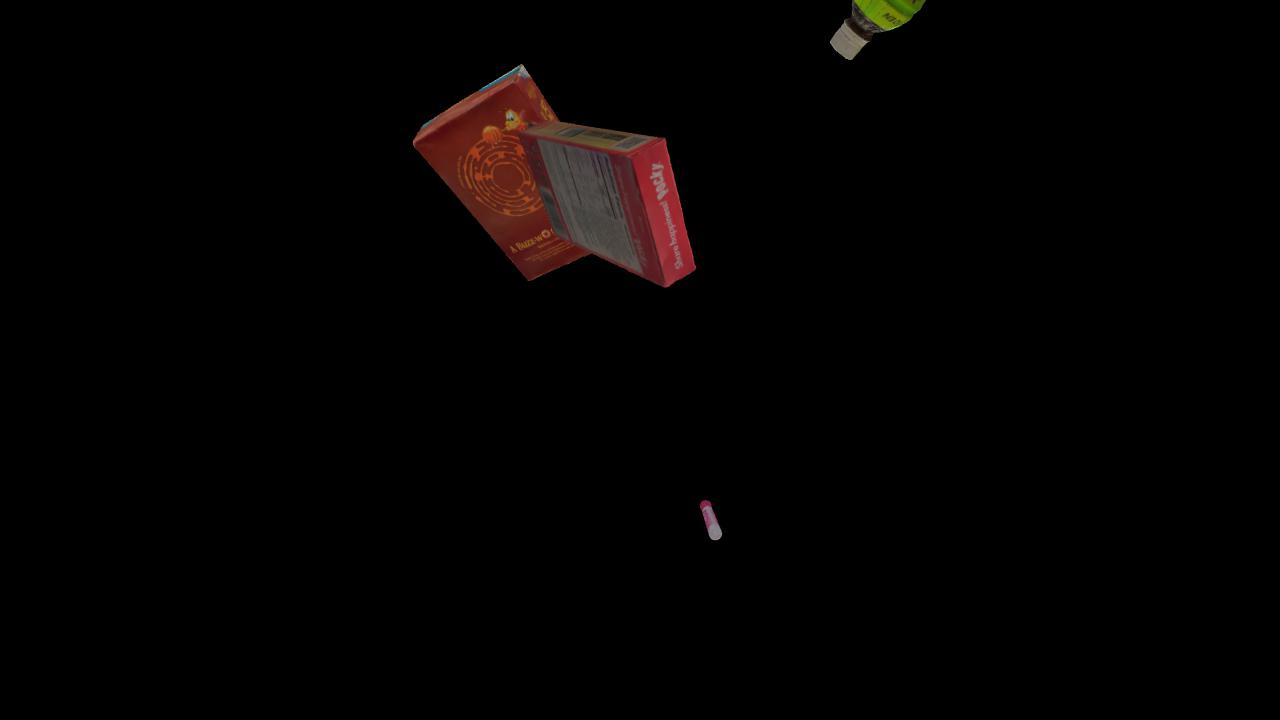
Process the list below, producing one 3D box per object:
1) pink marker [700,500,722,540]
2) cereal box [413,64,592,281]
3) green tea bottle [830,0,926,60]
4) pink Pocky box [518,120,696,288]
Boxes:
[{"bbox_3d":[0.106,0.238,0.925,0.020,0.020,0.121,0,6,-1],"label":"pink marker"},{"bbox_3d":[-0.189,-0.292,1.014,0.203,0.081,0.306,-21,-51,22],"label":"cereal box"},{"bbox_3d":[0.260,-0.378,0.566,0.073,0.073,0.212,0,-31,-38],"label":"green tea bottle"},{"bbox_3d":[-0.026,-0.108,0.406,0.029,0.084,0.155,-32,36,-19],"label":"pink Pocky box"}]
